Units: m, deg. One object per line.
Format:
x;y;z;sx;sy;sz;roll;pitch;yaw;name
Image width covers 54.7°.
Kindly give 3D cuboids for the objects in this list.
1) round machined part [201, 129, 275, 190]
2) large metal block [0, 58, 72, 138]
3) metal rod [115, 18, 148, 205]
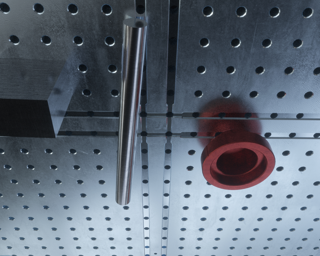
0.106;0.040;0.436;0.099;0.042;0.097;0;130;0;round machined part
-0.150;-0.035;0.344;0.081;0.080;0.050;2;130;-2;large metal block
-0.043;0.004;0.414;0.025;0.025;0.298;5;130;-5;metal rod
